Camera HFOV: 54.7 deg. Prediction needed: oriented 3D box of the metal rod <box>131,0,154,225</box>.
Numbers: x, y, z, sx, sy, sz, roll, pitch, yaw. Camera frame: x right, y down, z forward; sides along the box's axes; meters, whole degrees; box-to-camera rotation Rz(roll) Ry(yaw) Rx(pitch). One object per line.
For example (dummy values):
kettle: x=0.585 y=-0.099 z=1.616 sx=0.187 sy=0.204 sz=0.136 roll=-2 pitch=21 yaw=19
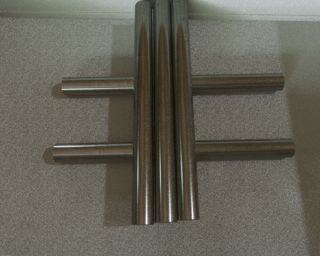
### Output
metal rod: x=-0.021 y=-0.034 z=0.393 sx=0.025 sy=0.025 sz=0.299 roll=-1 pitch=70 yaw=0

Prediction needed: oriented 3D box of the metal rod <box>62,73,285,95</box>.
metal rod: x=0.019 y=-0.061 z=0.431 sx=0.302 sy=0.025 sz=0.025 roll=-1 pitch=70 yaw=-1

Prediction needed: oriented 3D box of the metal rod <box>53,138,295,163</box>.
metal rod: x=0.018 y=0.029 z=0.398 sx=0.302 sy=0.025 sz=0.025 roll=-1 pitch=70 yaw=-1

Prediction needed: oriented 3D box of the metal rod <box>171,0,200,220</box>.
metal rod: x=0.029 y=-0.038 z=0.395 sx=0.025 sy=0.025 sz=0.299 roll=-1 pitch=70 yaw=0

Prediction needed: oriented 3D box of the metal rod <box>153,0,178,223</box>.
metal rod: x=0.005 y=-0.036 z=0.394 sx=0.025 sy=0.025 sz=0.299 roll=-1 pitch=70 yaw=0
